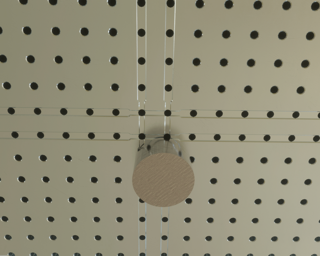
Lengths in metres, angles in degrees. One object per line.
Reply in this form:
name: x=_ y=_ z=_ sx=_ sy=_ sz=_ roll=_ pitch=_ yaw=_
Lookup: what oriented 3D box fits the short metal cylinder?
short metal cylinder: x=0.004 y=0.059 z=0.422 sx=0.081 sy=0.050 sz=0.079 roll=0 pitch=110 yaw=-1
